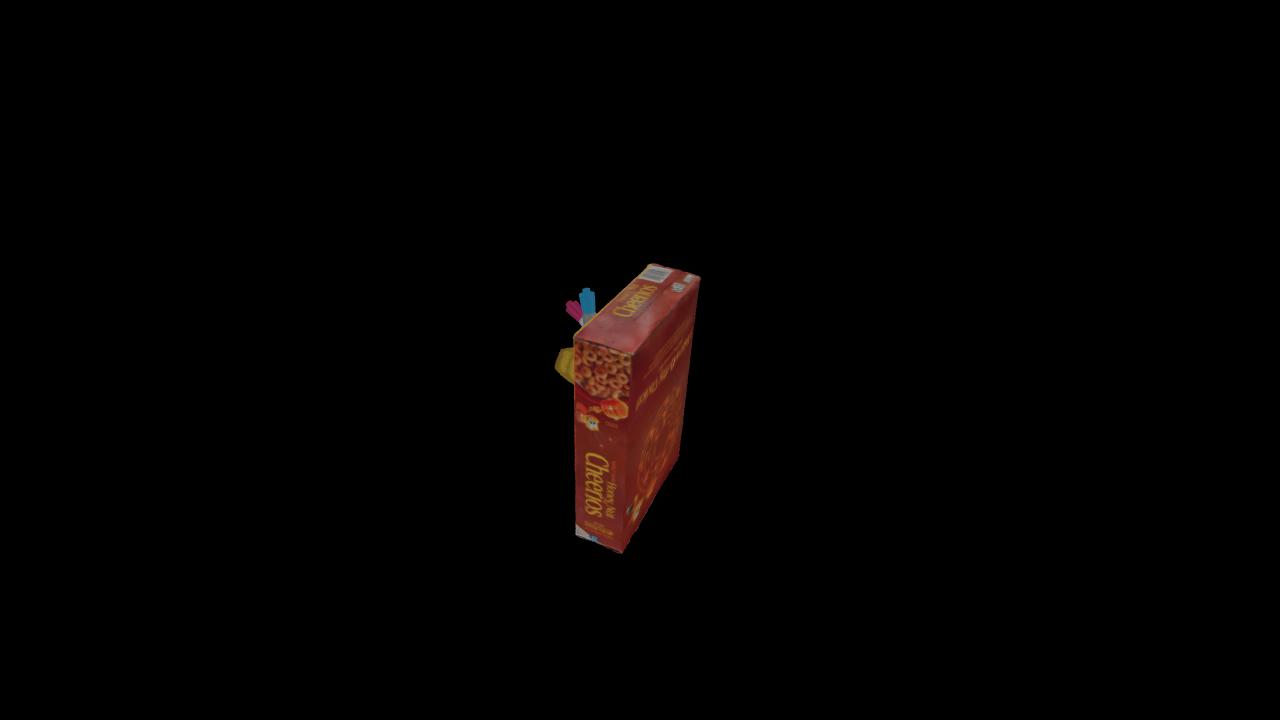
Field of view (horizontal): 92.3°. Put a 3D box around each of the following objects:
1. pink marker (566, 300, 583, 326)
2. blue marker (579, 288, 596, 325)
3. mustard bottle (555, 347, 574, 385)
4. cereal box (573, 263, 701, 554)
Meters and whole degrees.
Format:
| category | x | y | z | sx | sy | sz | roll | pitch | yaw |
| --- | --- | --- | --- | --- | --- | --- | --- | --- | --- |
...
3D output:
| category | x | y | z | sx | sy | sz | roll | pitch | yaw |
| --- | --- | --- | --- | --- | --- | --- | --- | --- | --- |
| pink marker | -0.049 | -0.029 | 0.762 | 0.020 | 0.121 | 0.020 | -43 | -9 | -8 |
| blue marker | -0.056 | -0.026 | 0.730 | 0.020 | 0.121 | 0.020 | -5 | 20 | 2 |
| mustard bottle | -0.049 | 0.021 | 0.762 | 0.092 | 0.054 | 0.184 | 27 | -2 | -17 |
| cereal box | -0.006 | 0.061 | 0.764 | 0.081 | 0.306 | 0.203 | 17 | 37 | 18 |
